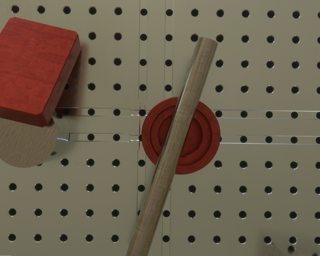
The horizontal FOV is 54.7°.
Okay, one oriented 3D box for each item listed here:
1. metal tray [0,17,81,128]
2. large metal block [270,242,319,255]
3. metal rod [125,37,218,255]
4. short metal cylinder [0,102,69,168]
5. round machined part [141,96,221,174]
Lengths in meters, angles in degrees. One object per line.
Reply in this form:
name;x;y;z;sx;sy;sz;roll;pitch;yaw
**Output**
metal tray;-0.162;-0.072;0.380;0.091;0.030;0.130;13;62;-1
large metal block;0.188;0.203;0.404;0.080;0.050;0.080;9;90;-1
metal rod;0.010;0.038;0.371;0.025;0.025;0.298;18;90;-1
short metal cylinder;-0.165;0.008;0.399;0.081;0.050;0.079;0;90;-1
round machined part;0.026;0.009;0.405;0.099;0.042;0.097;0;90;-1
